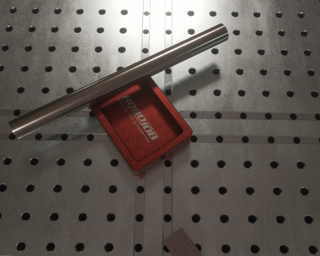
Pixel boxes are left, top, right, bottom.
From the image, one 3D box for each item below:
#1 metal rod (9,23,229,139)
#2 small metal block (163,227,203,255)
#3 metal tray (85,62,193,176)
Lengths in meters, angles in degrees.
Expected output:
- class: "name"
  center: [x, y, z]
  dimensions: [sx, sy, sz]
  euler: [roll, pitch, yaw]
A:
- class: "metal rod"
  center: [-0.044, -0.065, 0.402]
  dimensions: [0.302, 0.025, 0.025]
  euler: [-27, 73, -10]
- class: "small metal block"
  center: [0.028, 0.141, 0.347]
  dimensions: [0.025, 0.050, 0.050]
  euler: [-35, 74, -12]
- class: "metal tray"
  center: [-0.030, -0.014, 0.413]
  dimensions: [0.090, 0.030, 0.130]
  euler: [-33, 74, -12]
